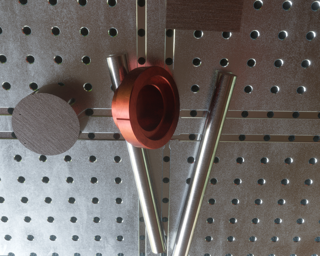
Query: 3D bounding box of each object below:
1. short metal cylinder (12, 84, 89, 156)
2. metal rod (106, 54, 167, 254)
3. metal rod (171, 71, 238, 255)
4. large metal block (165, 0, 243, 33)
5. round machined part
[{"bbox_3d":[-0.137,-0.012,0.394,0.081,0.050,0.079,0,110,-1],"label":"short metal cylinder"},{"bbox_3d":[-0.028,0.049,0.430,0.025,0.025,0.298,-10,110,3],"label":"metal rod"},{"bbox_3d":[0.057,0.069,0.439,0.025,0.025,0.298,10,110,-4],"label":"metal rod"},{"bbox_3d":[0.048,-0.151,0.345,0.081,0.050,0.079,2,110,-2],"label":"large metal block"},{"bbox_3d":[-0.020,-0.025,0.375,0.042,0.099,0.097,4,115,36],"label":"round machined part"}]
